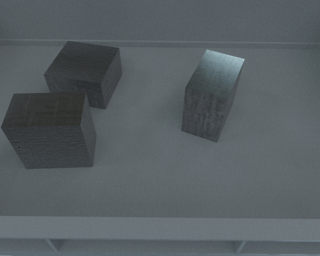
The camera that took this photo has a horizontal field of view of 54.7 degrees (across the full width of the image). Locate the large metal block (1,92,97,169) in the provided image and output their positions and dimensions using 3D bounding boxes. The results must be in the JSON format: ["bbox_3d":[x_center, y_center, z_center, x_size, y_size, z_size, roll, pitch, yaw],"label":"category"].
[{"bbox_3d":[-0.123,0.005,0.364,0.081,0.080,0.050,-2,50,-2],"label":"large metal block"}]

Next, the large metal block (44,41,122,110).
[{"bbox_3d":[-0.108,-0.079,0.454,0.080,0.050,0.080,10,51,8],"label":"large metal block"}]

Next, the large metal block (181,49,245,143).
[{"bbox_3d":[0.068,-0.042,0.405,0.050,0.080,0.080,19,52,14],"label":"large metal block"}]
